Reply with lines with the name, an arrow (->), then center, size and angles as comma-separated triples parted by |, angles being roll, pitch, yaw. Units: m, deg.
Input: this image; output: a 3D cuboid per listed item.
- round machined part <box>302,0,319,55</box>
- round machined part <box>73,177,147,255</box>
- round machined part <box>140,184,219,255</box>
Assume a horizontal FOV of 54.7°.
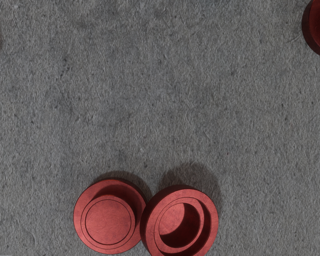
round machined part -> 0.243, -0.141, 0.403 | 0.099, 0.042, 0.097 | 0, 90, 0
round machined part -> -0.064, 0.116, 0.401 | 0.099, 0.042, 0.097 | 0, 90, 0
round machined part -> 0.021, 0.119, 0.391 | 0.099, 0.042, 0.097 | -2, 95, -22
